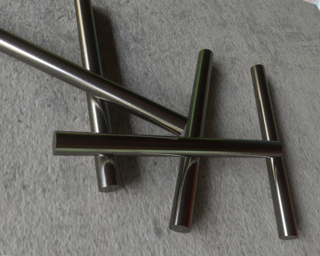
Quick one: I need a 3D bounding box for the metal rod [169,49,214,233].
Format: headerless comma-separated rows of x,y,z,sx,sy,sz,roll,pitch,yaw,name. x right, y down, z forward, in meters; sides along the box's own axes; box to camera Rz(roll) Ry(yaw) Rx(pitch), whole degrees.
0.050,-0.005,0.435,0.025,0.025,0.300,24,53,-14,metal rod

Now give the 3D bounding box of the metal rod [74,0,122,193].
-0.085,-0.066,0.398,0.025,0.025,0.299,1,61,-28,metal rod

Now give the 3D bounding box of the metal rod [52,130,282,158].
0.030,0.023,0.374,0.303,0.025,0.025,3,60,-27,metal rod

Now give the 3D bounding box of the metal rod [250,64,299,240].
0.175,0.018,0.489,0.025,0.025,0.299,15,55,-20,metal rod

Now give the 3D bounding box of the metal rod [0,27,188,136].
-0.108,-0.066,0.360,0.301,0.025,0.025,25,52,-3,metal rod
